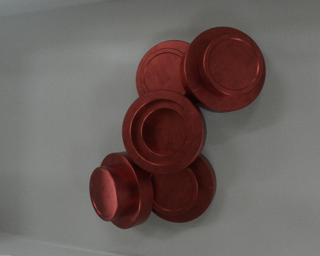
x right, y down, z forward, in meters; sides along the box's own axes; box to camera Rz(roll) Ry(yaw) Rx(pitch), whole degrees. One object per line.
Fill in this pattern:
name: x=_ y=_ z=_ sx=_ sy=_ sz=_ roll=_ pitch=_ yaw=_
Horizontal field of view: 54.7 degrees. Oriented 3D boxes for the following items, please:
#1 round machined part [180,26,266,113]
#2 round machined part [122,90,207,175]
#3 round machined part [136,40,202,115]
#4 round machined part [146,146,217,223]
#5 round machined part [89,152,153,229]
round machined part: x=0.075 y=-0.067 z=0.350 sx=0.099 sy=0.042 sz=0.097 roll=0 pitch=87 yaw=-11
round machined part: x=0.008 y=0.005 z=0.373 sx=0.098 sy=0.042 sz=0.097 roll=0 pitch=90 yaw=19
round machined part: x=0.014 y=-0.063 z=0.394 sx=0.098 sy=0.042 sz=0.097 roll=0 pitch=90 yaw=19
round machined part: x=0.019 y=0.072 z=0.392 sx=0.098 sy=0.042 sz=0.097 roll=0 pitch=90 yaw=19
round machined part: x=-0.056 y=0.081 z=0.396 sx=0.098 sy=0.042 sz=0.097 roll=6 pitch=98 yaw=49
